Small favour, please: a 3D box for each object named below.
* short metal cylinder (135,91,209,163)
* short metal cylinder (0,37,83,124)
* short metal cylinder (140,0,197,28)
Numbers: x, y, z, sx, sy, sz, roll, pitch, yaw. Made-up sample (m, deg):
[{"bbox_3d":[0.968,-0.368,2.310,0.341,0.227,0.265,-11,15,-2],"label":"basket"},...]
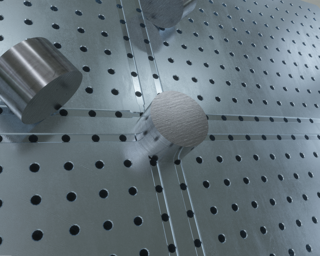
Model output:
[{"bbox_3d":[0.015,-0.001,0.401,0.081,0.050,0.080,14,56,-21],"label":"short metal cylinder"},{"bbox_3d":[-0.131,-0.049,0.332,0.050,0.080,0.080,45,51,3],"label":"short metal cylinder"},{"bbox_3d":[0.014,-0.213,0.510,0.080,0.080,0.050,41,51,-1],"label":"short metal cylinder"}]
